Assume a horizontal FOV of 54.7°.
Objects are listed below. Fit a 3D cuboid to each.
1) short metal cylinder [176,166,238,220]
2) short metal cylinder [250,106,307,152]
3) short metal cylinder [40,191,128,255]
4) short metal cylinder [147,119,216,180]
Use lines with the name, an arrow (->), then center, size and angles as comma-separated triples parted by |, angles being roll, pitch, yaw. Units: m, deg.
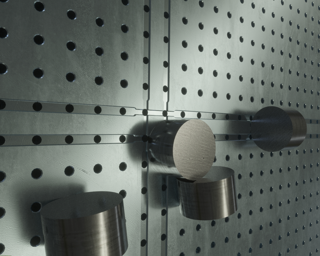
short metal cylinder -> 0.065, 0.088, 0.430 | 0.081, 0.080, 0.050 | -13, 99, -40
short metal cylinder -> 0.211, 0.002, 0.554 | 0.050, 0.080, 0.079 | -1, 91, -40
short metal cylinder -> -0.075, 0.100, 0.312 | 0.081, 0.080, 0.050 | -10, 97, -40
short metal cylinder -> 0.030, 0.028, 0.420 | 0.081, 0.050, 0.079 | 0, 90, -40
